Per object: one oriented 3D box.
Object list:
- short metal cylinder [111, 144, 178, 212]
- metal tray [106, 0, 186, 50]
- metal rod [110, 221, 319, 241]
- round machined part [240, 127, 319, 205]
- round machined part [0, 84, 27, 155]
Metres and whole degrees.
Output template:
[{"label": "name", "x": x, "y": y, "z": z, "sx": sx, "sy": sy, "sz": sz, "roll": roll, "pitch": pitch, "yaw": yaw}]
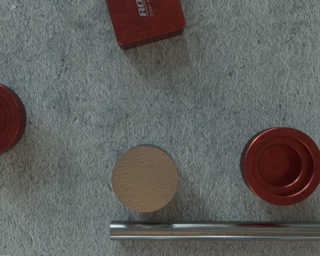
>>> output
[{"label": "short metal cylinder", "x": -0.018, "y": 0.062, "z": 0.397, "sx": 0.081, "sy": 0.050, "sz": 0.079, "roll": 0, "pitch": 90, "yaw": -1}, {"label": "metal tray", "x": -0.027, "y": -0.178, "z": 0.407, "sx": 0.091, "sy": 0.030, "sz": 0.129, "roll": -16, "pitch": 90, "yaw": -1}, {"label": "metal rod", "x": 0.087, "y": 0.136, "z": 0.411, "sx": 0.302, "sy": 0.025, "sz": 0.025, "roll": 0, "pitch": 90, "yaw": -1}, {"label": "round machined part", "x": 0.153, "y": 0.047, "z": 0.404, "sx": 0.099, "sy": 0.042, "sz": 0.097, "roll": 0, "pitch": 90, "yaw": -1}, {"label": "round machined part", "x": -0.221, "y": -0.011, "z": 0.399, "sx": 0.099, "sy": 0.042, "sz": 0.097, "roll": 0, "pitch": 90, "yaw": -1}]
